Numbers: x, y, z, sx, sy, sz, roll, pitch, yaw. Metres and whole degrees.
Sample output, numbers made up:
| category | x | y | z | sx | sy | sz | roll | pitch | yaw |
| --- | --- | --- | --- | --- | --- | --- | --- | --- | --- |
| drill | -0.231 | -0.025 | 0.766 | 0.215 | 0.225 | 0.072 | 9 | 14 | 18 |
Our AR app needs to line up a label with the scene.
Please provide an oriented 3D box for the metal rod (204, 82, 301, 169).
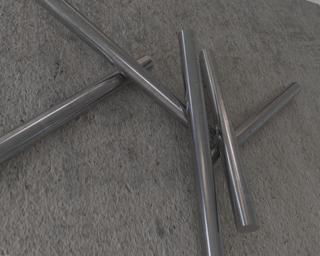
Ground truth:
| category | x | y | z | sx | sy | sz | roll | pitch | yaw |
| --- | --- | --- | --- | --- | --- | --- | --- | --- | --- |
| metal rod | 0.154 | -0.011 | 0.492 | 0.302 | 0.025 | 0.025 | -32 | 80 | -38 |

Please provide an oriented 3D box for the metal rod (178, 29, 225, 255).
| category | x | y | z | sx | sy | sz | roll | pitch | yaw |
| --- | --- | --- | --- | --- | --- | --- | --- | --- | --- |
| metal rod | 0.049 | 0.011 | 0.389 | 0.025 | 0.025 | 0.299 | 4 | 70 | -26 |

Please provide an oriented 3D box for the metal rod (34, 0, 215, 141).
| category | x | y | z | sx | sy | sz | roll | pitch | yaw |
| --- | --- | --- | --- | --- | --- | --- | --- | --- | --- |
| metal rod | -0.043 | -0.080 | 0.394 | 0.301 | 0.025 | 0.025 | 39 | 50 | -15 |

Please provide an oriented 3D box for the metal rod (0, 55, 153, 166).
| category | x | y | z | sx | sy | sz | roll | pitch | yaw |
| --- | --- | --- | --- | --- | --- | --- | --- | --- | --- |
| metal rod | -0.110 | -0.018 | 0.355 | 0.025 | 0.025 | 0.302 | 47 | 51 | 4 |

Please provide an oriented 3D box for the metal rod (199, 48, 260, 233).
| category | x | y | z | sx | sy | sz | roll | pitch | yaw |
| --- | --- | --- | --- | --- | --- | --- | --- | --- | --- |
| metal rod | 0.087 | -0.008 | 0.428 | 0.025 | 0.025 | 0.300 | 14 | 48 | -21 |
